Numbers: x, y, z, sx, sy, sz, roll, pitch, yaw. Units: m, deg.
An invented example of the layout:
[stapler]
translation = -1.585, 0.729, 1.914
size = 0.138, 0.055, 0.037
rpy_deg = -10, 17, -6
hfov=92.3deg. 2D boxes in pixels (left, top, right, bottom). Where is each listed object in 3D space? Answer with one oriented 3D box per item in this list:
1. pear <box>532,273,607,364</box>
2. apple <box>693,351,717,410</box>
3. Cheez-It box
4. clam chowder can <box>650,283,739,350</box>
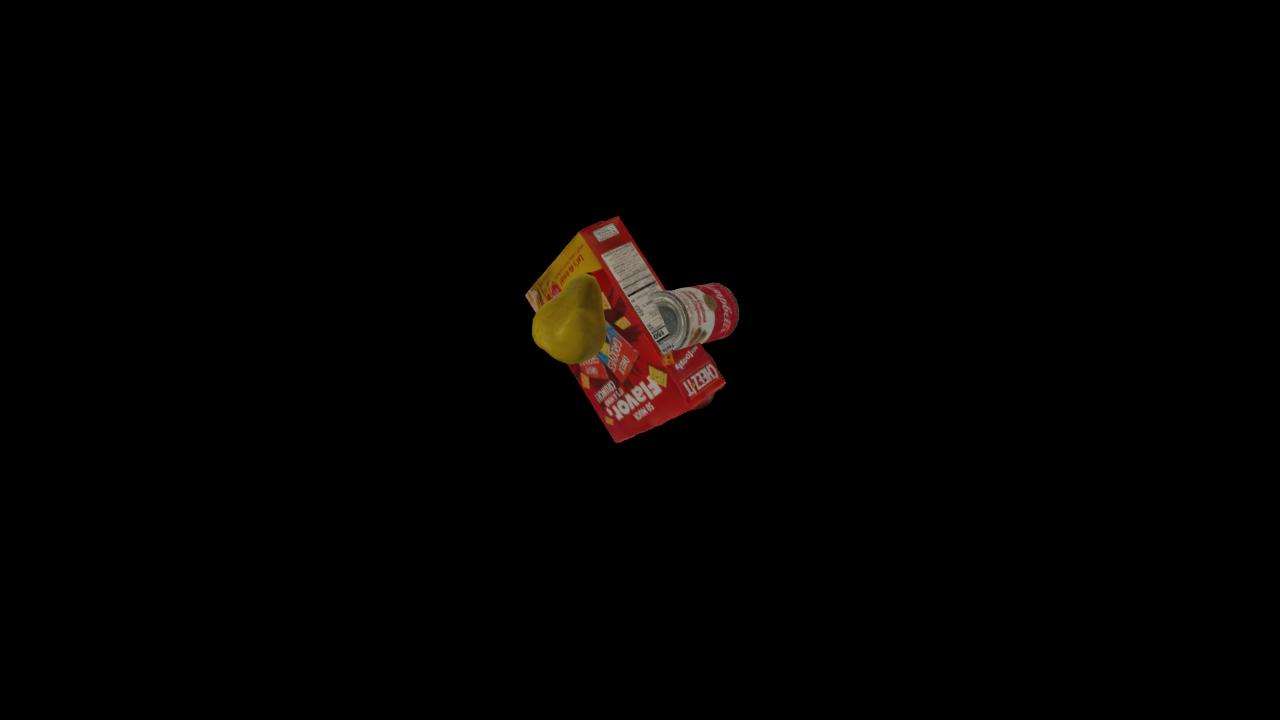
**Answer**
[pear]
translation = -0.063, -0.053, 0.652
size = 0.080, 0.111, 0.080
rpy_deg = 30, 11, -6
[apple]
translation = 0.052, 0.018, 0.718
size = 0.079, 0.079, 0.093
rpy_deg = 0, -27, 15
[Cheez-It box]
translation = -0.025, -0.027, 0.713
size = 0.071, 0.223, 0.166
rpy_deg = -31, -1, -37
[clam chowder can]
translation = 0.055, -0.048, 0.682
size = 0.068, 0.068, 0.102
rpy_deg = 0, 10, 41
